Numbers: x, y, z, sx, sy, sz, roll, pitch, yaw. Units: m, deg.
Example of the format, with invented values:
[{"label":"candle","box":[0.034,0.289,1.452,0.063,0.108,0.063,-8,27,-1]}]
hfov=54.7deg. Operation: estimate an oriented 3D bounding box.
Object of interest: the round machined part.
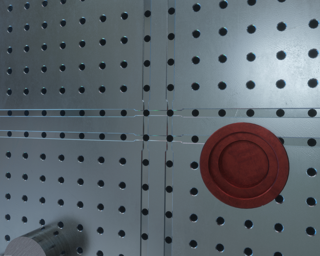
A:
[{"label":"round machined part","box":[0.100,0.042,0.368,0.098,0.042,0.097,0,90,20]}]

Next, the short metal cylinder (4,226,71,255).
[{"label":"short metal cylinder","box":[-0.183,0.194,0.464,0.080,0.050,0.080,0,90,20]}]
